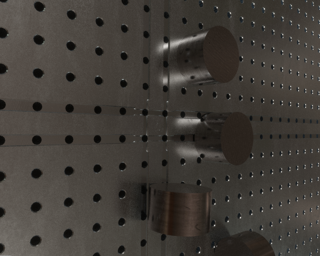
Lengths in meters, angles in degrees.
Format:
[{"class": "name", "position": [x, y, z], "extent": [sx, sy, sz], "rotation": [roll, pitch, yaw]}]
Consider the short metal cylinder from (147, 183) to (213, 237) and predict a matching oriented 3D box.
[{"class": "short metal cylinder", "position": [0.025, 0.102, 0.397], "extent": [0.081, 0.080, 0.050], "rotation": [5, 87, -40]}]

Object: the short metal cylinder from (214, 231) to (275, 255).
[{"class": "short metal cylinder", "position": [0.133, 0.208, 0.489], "extent": [0.050, 0.080, 0.079], "rotation": [2, 89, -40]}]

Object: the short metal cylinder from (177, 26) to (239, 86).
[{"class": "short metal cylinder", "position": [0.072, -0.104, 0.455], "extent": [0.081, 0.050, 0.079], "rotation": [0, 91, -40]}]

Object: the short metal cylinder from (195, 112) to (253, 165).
[{"class": "short metal cylinder", "position": [0.100, 0.016, 0.480], "extent": [0.081, 0.050, 0.079], "rotation": [0, 90, -40]}]
